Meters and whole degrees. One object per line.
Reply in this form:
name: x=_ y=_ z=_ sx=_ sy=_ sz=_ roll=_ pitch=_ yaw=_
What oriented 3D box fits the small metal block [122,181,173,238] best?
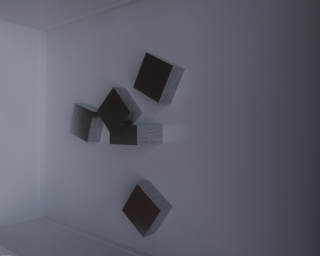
small metal block: x=-0.018 y=0.109 z=0.420 sx=0.050 sy=0.025 sz=0.050 roll=43 pitch=116 yaw=31

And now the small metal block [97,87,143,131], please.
small metal block: x=-0.060 y=-0.024 z=0.454 sx=0.050 sy=0.025 sz=0.050 roll=-50 pitch=61 yaw=28

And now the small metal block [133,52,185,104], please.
small metal block: x=-0.002 y=-0.065 z=0.407 sx=0.050 sy=0.025 sz=0.050 roll=34 pitch=111 yaw=34

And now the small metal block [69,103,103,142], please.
small metal block: x=-0.118 y=-0.009 z=0.501 sx=0.050 sy=0.025 sz=0.050 roll=23 pitch=104 yaw=37

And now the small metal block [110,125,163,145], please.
small metal block: x=-0.031 y=0.009 z=0.414 sx=0.050 sy=0.050 sz=0.025 roll=0 pitch=90 yaw=39
